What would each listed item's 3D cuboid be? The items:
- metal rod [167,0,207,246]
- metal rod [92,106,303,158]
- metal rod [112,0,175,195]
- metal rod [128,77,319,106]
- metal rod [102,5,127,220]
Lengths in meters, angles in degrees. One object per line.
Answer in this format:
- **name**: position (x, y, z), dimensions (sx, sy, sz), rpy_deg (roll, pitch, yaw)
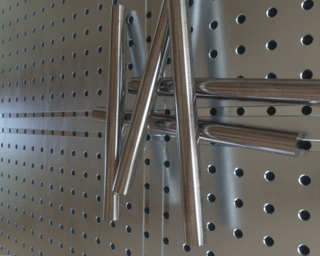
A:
- **metal rod**: position (0.029, -0.023, 0.349), dimensions (0.025, 0.025, 0.298), rpy_deg (-7, 86, 39)
- **metal rod**: position (0.018, -0.003, 0.392), dimensions (0.300, 0.025, 0.025), rpy_deg (9, 96, 39)
- **metal rod**: position (-0.009, -0.066, 0.382), dimensions (0.025, 0.025, 0.298), rpy_deg (15, 89, 39)
- **metal rod**: position (0.080, -0.043, 0.342), dimensions (0.300, 0.025, 0.025), rpy_deg (8, 95, 39)
- **metal rod**: position (-0.061, -0.029, 0.426), dimensions (0.025, 0.025, 0.299), rpy_deg (-10, 74, 39)
